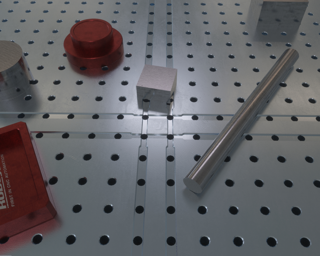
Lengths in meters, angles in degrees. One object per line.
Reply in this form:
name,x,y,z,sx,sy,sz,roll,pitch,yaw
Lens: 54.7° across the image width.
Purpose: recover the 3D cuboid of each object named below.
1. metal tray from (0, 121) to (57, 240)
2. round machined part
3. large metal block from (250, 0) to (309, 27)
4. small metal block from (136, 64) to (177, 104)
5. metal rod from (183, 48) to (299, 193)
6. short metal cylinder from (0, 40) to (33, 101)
metal tray,-0.182,0.059,0.353,0.091,0.030,0.130,-21,53,-17
round machined part,-0.112,-0.147,0.519,0.099,0.042,0.098,0,50,0
large metal block,0.225,-0.239,0.594,0.080,0.050,0.080,1,50,1
small metal block,-0.004,-0.067,0.464,0.050,0.025,0.050,10,51,8
metal rod,0.126,-0.027,0.430,0.025,0.025,0.301,30,56,22
short metal cylinder,-0.239,-0.086,0.462,0.081,0.050,0.080,0,50,0
